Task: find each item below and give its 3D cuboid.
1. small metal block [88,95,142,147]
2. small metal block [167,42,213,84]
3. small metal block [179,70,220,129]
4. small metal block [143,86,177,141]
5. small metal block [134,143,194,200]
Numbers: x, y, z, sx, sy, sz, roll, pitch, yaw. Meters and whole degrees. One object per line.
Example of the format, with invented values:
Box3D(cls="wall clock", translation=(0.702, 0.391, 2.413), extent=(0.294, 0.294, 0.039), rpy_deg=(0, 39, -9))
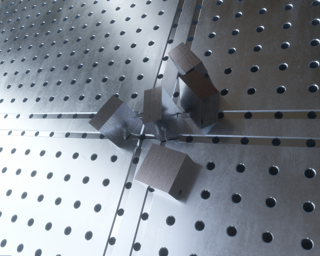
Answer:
Box3D(cls="small metal block", translation=(-0.061, -0.009, 0.428), extent=(0.025, 0.050, 0.050), rpy_deg=(34, 81, 38))
Box3D(cls="small metal block", translation=(0.041, -0.080, 0.419), extent=(0.025, 0.050, 0.050), rpy_deg=(-37, 51, 4))
Box3D(cls="small metal block", translation=(0.048, -0.035, 0.384), extent=(0.025, 0.050, 0.050), rpy_deg=(-24, 50, -14))
Box3D(cls="small metal block", translation=(0.001, -0.018, 0.401), extent=(0.025, 0.050, 0.050), rpy_deg=(-13, 57, 21))
Box3D(cls="small metal block", translation=(0.005, 0.051, 0.373), extent=(0.050, 0.025, 0.050), rpy_deg=(16, 70, 34))
